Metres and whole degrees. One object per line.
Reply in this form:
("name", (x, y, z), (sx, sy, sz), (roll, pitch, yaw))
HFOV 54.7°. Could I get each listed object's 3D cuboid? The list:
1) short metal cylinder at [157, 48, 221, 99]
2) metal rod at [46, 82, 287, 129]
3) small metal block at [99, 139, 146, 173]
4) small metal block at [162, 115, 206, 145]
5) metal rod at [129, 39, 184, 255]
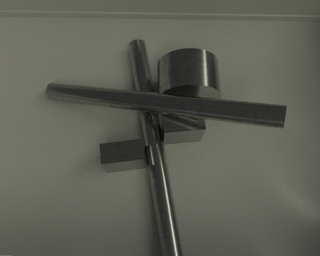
("short metal cylinder", (0.037, -0.060, 0.403), (0.081, 0.080, 0.050), (-1, 70, -1))
("metal rod", (-0.009, -0.031, 0.375), (0.301, 0.025, 0.025), (8, 69, 20))
("small metal block", (-0.044, 0.035, 0.383), (0.050, 0.050, 0.025), (-7, 71, -3))
("small metal block", (0.029, 0.000, 0.397), (0.050, 0.050, 0.025), (-5, 71, -2))
("metal rod", (-0.009, 0.016, 0.403), (0.025, 0.025, 0.299), (-9, 70, -4))
